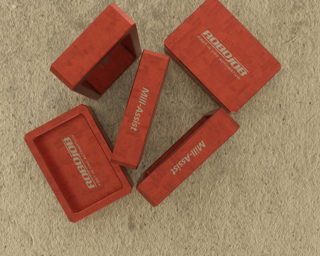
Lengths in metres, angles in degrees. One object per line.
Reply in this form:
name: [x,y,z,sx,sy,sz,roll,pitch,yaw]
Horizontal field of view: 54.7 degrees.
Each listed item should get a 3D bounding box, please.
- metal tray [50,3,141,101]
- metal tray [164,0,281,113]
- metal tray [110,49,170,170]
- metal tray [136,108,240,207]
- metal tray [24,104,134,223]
metal tray: [-0.065,-0.079,0.358,0.030,0.130,0.090,44,90,-1]
metal tray: [0.080,-0.094,0.410,0.090,0.030,0.130,-44,91,0]
metal tray: [-0.022,-0.021,0.378,0.030,0.090,0.129,17,90,0]
metal tray: [0.030,0.032,0.379,0.130,0.090,0.030,-43,90,0]
metal tray: [-0.104,0.045,0.407,0.090,0.030,0.130,-29,90,-1]
